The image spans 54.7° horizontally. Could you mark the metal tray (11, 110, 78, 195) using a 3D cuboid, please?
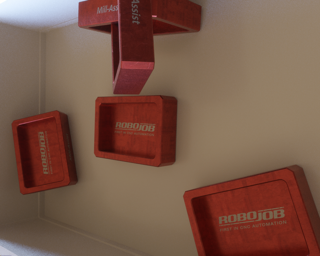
[{"bbox_3d":[-0.200,0.042,0.537,0.090,0.030,0.129,-13,81,7],"label":"metal tray"}]

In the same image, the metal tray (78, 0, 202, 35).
[{"bbox_3d":[-0.027,-0.137,0.383,0.130,0.091,0.030,9,99,39],"label":"metal tray"}]

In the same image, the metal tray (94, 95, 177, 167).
[{"bbox_3d":[-0.038,0.001,0.432,0.130,0.030,0.089,3,92,39],"label":"metal tray"}]

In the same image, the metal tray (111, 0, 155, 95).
[{"bbox_3d":[-0.033,-0.109,0.325,0.090,0.030,0.129,141,127,-73],"label":"metal tray"}]

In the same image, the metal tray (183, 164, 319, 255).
[{"bbox_3d":[0.093,0.097,0.325,0.130,0.030,0.090,-23,76,37],"label":"metal tray"}]
